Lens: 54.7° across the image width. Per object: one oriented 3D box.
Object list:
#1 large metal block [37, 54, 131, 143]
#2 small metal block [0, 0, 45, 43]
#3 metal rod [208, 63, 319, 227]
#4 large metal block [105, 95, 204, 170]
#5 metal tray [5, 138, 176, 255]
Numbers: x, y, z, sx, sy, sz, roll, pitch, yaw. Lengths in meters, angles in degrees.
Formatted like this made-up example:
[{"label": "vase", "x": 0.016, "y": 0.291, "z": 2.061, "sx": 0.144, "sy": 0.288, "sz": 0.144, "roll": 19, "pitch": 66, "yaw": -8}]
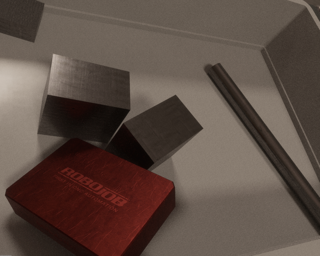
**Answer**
[{"label": "large metal block", "x": -0.085, "y": -0.028, "z": 0.342, "sx": 0.081, "sy": 0.080, "sz": 0.050, "roll": 10, "pitch": 58, "yaw": -24}, {"label": "small metal block", "x": -0.181, "y": -0.143, "z": 0.396, "sx": 0.050, "sy": 0.025, "sz": 0.050, "roll": 14, "pitch": 56, "yaw": -22}, {"label": "metal rod", "x": 0.170, "y": 0.022, "z": 0.486, "sx": 0.025, "sy": 0.025, "sz": 0.299, "roll": -24, "pitch": 75, "yaw": -37}, {"label": "large metal block", "x": -0.010, "y": 0.016, "z": 0.356, "sx": 0.081, "sy": 0.080, "sz": 0.050, "roll": -32, "pitch": 80, "yaw": -38}, {"label": "metal tray", "x": -0.063, "y": 0.065, "z": 0.287, "sx": 0.130, "sy": 0.030, "sz": 0.090, "roll": 21, "pitch": 45, "yaw": 26}]
